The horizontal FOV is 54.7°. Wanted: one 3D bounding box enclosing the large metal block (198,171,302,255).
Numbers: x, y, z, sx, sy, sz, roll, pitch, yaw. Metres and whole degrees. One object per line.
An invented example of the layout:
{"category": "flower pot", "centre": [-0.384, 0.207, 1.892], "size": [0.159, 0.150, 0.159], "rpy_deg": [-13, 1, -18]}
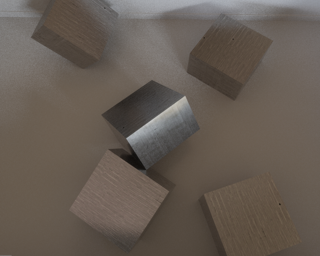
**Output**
{"category": "large metal block", "centre": [0.099, 0.105, 0.358], "size": [0.080, 0.050, 0.080], "rpy_deg": [-18, 71, -6]}

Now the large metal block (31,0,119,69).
{"category": "large metal block", "centre": [-0.115, -0.141, 0.426], "size": [0.080, 0.050, 0.080], "rpy_deg": [30, 67, -33]}

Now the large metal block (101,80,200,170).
{"category": "large metal block", "centre": [-0.013, -0.008, 0.378], "size": [0.080, 0.050, 0.080], "rpy_deg": [-37, 34, -13]}

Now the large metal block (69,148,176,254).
{"category": "large metal block", "centre": [-0.040, 0.079, 0.354], "size": [0.080, 0.050, 0.080], "rpy_deg": [33, 93, 11]}

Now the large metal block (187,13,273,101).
{"category": "large metal block", "centre": [0.095, -0.099, 0.433], "size": [0.080, 0.050, 0.080], "rpy_deg": [33, 73, 11]}
